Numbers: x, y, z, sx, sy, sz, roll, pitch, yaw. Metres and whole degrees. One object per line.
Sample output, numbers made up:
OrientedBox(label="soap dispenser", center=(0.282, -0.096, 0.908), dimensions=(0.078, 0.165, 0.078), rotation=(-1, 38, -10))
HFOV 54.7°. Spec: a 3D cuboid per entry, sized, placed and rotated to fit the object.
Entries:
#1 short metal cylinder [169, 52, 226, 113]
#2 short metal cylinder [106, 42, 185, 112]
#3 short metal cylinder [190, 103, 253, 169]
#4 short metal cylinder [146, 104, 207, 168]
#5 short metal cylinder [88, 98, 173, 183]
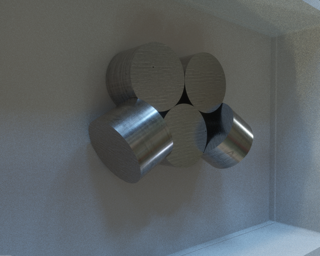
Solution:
OrientedBox(label="short metal cylinder", center=(0.045, -0.060, 0.426), dimensions=(0.081, 0.050, 0.080), rotation=(0, 90, -40))
OrientedBox(label="short metal cylinder", center=(-0.017, -0.059, 0.374), dimensions=(0.081, 0.050, 0.080), rotation=(0, 90, -40))
OrientedBox(label="short metal cylinder", center=(0.082, 0.011, 0.437), dimensions=(0.050, 0.080, 0.080), rotation=(37, 68, -34))
OrientedBox(label="short metal cylinder", center=(0.015, 0.010, 0.401), dimensions=(0.081, 0.050, 0.080), rotation=(0, 90, -40))
OrientedBox(label="short metal cylinder", center=(-0.033, 0.014, 0.341), dimensions=(0.050, 0.080, 0.080), rotation=(-38, 113, -34))
